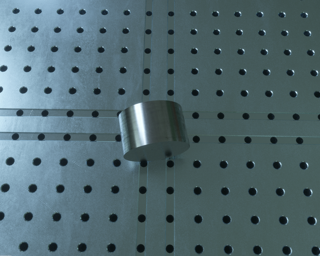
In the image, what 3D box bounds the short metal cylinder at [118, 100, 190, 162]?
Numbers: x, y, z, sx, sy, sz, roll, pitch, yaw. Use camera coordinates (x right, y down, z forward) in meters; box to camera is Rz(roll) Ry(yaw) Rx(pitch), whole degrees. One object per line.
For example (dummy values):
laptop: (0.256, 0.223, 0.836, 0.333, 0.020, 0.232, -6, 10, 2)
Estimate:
short metal cylinder: (-0.008, 0.006, 0.380, 0.080, 0.080, 0.050, -9, 70, -3)
